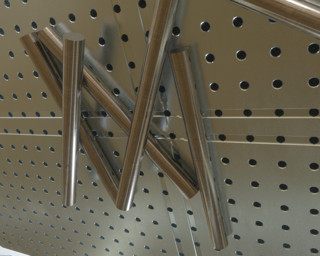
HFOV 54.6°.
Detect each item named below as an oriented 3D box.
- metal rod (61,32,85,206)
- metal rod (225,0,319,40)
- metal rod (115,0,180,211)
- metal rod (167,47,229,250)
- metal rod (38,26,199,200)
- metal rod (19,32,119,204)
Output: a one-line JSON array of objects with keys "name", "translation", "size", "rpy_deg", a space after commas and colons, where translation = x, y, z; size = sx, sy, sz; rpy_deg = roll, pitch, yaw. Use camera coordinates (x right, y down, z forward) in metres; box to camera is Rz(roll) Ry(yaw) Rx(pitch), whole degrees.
[{"name": "metal rod", "translation": [-0.130, 0.009, 0.452], "size": [0.025, 0.025, 0.298], "rpy_deg": [24, 127, 13]}, {"name": "metal rod", "translation": [0.100, -0.116, 0.286], "size": [0.301, 0.025, 0.025], "rpy_deg": [28, 128, 10]}, {"name": "metal rod", "translation": [-0.022, -0.014, 0.389], "size": [0.025, 0.025, 0.298], "rpy_deg": [22, 119, 15]}, {"name": "metal rod", "translation": [0.056, 0.044, 0.409], "size": [0.025, 0.025, 0.299], "rpy_deg": [-1, 118, 29]}, {"name": "metal rod", "translation": [-0.053, -0.017, 0.428], "size": [0.300, 0.025, 0.025], "rpy_deg": [48, 129, -6]}, {"name": "metal rod", "translation": [-0.123, 0.000, 0.476], "size": [0.025, 0.025, 0.299], "rpy_deg": [-13, 112, 33]}]
